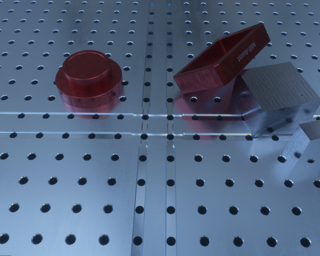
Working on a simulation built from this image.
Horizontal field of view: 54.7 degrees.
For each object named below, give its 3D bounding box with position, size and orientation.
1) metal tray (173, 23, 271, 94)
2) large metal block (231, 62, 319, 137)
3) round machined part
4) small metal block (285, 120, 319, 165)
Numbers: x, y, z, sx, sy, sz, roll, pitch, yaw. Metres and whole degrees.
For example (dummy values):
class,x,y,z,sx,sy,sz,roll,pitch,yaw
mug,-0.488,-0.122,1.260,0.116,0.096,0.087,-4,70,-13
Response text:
class,x,y,z,sx,sy,sz,roll,pitch,yaw
metal tray,0.091,-0.102,0.457,0.131,0.030,0.090,-44,23,-30
large metal block,0.156,-0.041,0.427,0.081,0.050,0.080,-11,51,-9
round machined part,-0.106,-0.080,0.463,0.099,0.042,0.098,0,50,0
small metal block,0.190,0.016,0.379,0.050,0.050,0.025,-12,51,-10
